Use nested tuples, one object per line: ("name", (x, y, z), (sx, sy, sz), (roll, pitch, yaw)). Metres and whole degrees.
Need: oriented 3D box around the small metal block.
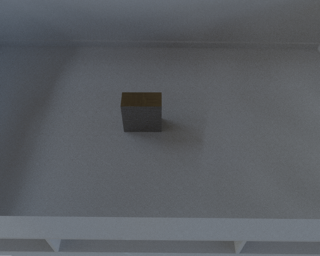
("small metal block", (-0.023, -0.020, 0.405), (0.050, 0.050, 0.025), (0, 50, -1))
